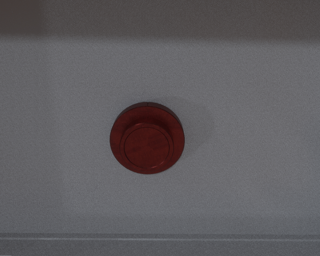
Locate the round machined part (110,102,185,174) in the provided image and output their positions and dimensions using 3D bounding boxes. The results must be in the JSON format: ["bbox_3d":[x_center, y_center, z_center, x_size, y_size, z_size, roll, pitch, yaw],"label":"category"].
[{"bbox_3d":[-0.017,0.018,0.405,0.099,0.042,0.097,0,110,-1],"label":"round machined part"}]
